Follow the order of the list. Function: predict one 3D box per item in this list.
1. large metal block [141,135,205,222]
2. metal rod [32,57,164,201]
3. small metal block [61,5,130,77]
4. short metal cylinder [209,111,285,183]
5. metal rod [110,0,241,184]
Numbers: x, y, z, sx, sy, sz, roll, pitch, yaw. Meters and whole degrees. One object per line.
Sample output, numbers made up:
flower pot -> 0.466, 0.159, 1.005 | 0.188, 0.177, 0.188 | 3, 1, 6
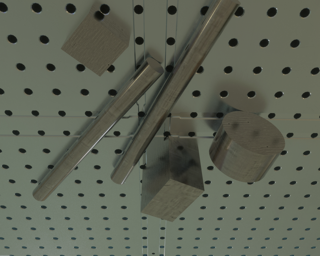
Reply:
large metal block -> 0.015, 0.071, 0.437 | 0.050, 0.080, 0.080 | 23, 126, -19
metal rod -> -0.099, 0.018, 0.425 | 0.025, 0.025, 0.299 | 32, 123, -24
small metal block -> -0.068, -0.092, 0.332 | 0.050, 0.025, 0.050 | 35, 122, -27
short metal cylinder -> 0.110, 0.023, 0.397 | 0.081, 0.080, 0.050 | 10, 129, -9
metal rod -> 0.002, -0.026, 0.389 | 0.025, 0.025, 0.298 | 20, 127, -17
